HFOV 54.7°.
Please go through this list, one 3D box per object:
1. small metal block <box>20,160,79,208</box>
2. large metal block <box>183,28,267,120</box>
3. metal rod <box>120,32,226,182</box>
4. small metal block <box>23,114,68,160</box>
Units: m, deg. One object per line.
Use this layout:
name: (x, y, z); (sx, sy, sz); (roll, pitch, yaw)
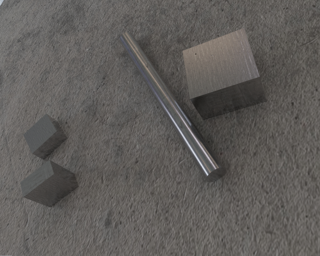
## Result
small metal block: (-0.149, 0.076, 0.419); (0.050, 0.050, 0.025); (-37, 51, 3)
large metal block: (0.079, -0.066, 0.387); (0.080, 0.050, 0.080); (-17, 55, 18)
metal rod: (0.003, -0.050, 0.433); (0.025, 0.025, 0.300); (-35, 51, 5)
small metal block: (-0.182, 0.013, 0.491); (0.050, 0.025, 0.050); (-43, 51, -2)
